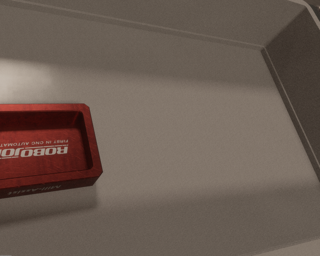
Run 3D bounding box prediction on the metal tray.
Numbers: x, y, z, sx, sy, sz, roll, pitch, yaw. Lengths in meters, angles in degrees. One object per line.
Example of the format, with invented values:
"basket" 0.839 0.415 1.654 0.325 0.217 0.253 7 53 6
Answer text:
"metal tray" -0.133 0.021 0.318 0.131 0.030 0.090 -3 63 -30
